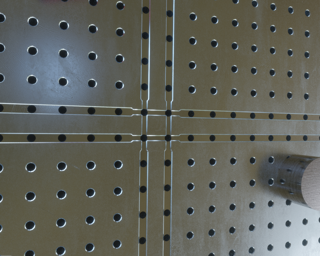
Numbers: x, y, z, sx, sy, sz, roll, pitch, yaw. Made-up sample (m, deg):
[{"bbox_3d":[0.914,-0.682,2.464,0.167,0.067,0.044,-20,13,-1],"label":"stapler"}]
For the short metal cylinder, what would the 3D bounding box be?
[{"bbox_3d":[0.234,0.084,0.486,0.081,0.050,0.079,0,90,-20],"label":"short metal cylinder"}]
